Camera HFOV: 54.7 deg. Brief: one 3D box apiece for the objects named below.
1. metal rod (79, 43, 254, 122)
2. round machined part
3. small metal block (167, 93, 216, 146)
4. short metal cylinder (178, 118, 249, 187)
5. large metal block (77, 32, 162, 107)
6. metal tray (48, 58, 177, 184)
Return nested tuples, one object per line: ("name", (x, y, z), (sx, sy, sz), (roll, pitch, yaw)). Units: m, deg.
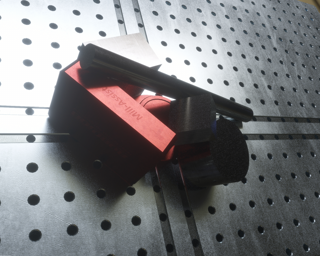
("metal rod", (0.036, -0.044, 0.395), (0.302, 0.025, 0.025), (12, 54, -45))
("round machined part", (-0.005, -0.003, 0.401), (0.099, 0.042, 0.098), (14, 56, -21))
("small metal block", (0.038, -0.010, 0.364), (0.025, 0.050, 0.050), (57, 32, -47))
("short metal cylinder", (0.069, 0.033, 0.396), (0.081, 0.050, 0.080), (17, 64, -39))
("large metal block", (-0.057, -0.066, 0.381), (0.081, 0.080, 0.050), (-23, 75, -37))
("metal tray", (-0.056, -0.003, 0.338), (0.130, 0.090, 0.030), (40, 51, -2))
